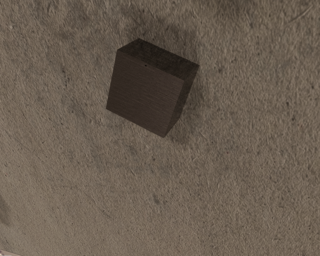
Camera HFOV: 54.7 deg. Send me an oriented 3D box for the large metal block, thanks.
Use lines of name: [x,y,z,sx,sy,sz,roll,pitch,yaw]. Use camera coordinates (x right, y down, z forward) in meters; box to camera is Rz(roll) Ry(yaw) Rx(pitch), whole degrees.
large metal block: [-0.010,-0.048,0.365,0.080,0.050,0.079,27,128,11]
